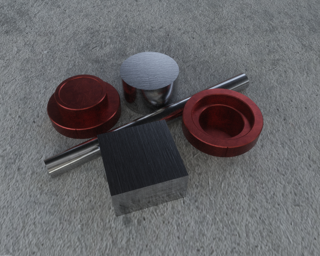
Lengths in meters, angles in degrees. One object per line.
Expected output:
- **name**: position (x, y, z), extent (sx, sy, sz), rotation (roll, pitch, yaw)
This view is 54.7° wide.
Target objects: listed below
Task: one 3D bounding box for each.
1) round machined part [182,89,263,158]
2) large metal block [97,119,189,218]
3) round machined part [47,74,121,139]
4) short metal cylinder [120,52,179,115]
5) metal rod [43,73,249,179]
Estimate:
- **round machined part**: position (0.077, -0.002, 0.395), extent (0.099, 0.042, 0.098), rotation (0, 50, 0)
- **large metal block**: position (-0.021, 0.044, 0.352), extent (0.081, 0.050, 0.080), rotation (-13, 51, -11)
- **round machined part**: position (-0.104, -0.036, 0.422), extent (0.099, 0.042, 0.098), rotation (0, 50, 0)
- **short metal cylinder**: position (-0.014, -0.064, 0.441), extent (0.081, 0.050, 0.080), rotation (0, 50, 0)
- **metal rod**: position (-0.003, -0.011, 0.415), extent (0.302, 0.025, 0.025), rotation (-25, 55, -20)
